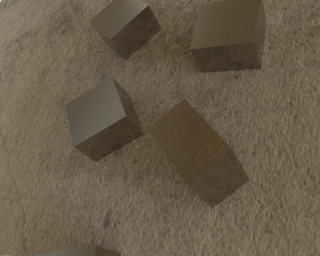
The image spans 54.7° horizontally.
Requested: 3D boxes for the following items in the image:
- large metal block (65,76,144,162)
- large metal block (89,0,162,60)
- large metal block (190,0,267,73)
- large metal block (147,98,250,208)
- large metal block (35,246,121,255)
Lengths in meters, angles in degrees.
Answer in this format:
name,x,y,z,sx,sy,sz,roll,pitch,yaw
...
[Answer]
name,x,y,z,sx,sy,sz,roll,pitch,yaw
large metal block,-0.079,-0.013,0.435,0.080,0.050,0.080,-30,52,8
large metal block,-0.059,-0.174,0.524,0.080,0.050,0.080,-43,51,-2
large metal block,0.094,-0.124,0.414,0.080,0.050,0.080,1,62,28
large metal block,0.042,0.028,0.329,0.050,0.080,0.080,-39,51,2
large metal block,-0.090,0.175,0.326,0.080,0.050,0.080,-15,56,19
